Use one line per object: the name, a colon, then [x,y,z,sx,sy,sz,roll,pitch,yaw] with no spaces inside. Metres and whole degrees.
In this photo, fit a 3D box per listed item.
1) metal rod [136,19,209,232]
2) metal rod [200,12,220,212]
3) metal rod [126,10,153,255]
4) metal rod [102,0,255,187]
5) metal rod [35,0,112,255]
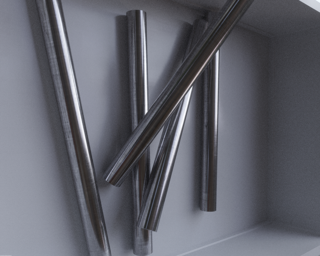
metal rod: [0.023,-0.019,0.408,0.025,0.025,0.299,32,64,-36]
metal rod: [0.077,-0.025,0.473,0.025,0.025,0.298,2,89,-40]
metal rod: [-0.025,0.007,0.387,0.025,0.025,0.298,-3,92,-40]
metal rod: [0.030,-0.060,0.357,0.025,0.025,0.299,34,93,-35]
metal rod: [-0.091,0.005,0.331,0.025,0.025,0.298,-16,100,-39]
